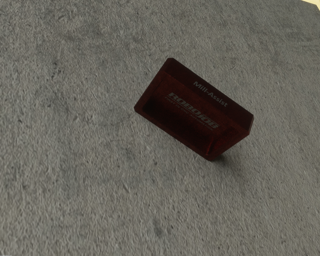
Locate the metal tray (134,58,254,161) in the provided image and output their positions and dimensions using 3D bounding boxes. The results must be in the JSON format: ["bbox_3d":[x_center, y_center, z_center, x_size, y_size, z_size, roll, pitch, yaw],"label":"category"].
[{"bbox_3d":[0.041,-0.019,0.399,0.130,0.090,0.030,34,51,-6],"label":"metal tray"}]
